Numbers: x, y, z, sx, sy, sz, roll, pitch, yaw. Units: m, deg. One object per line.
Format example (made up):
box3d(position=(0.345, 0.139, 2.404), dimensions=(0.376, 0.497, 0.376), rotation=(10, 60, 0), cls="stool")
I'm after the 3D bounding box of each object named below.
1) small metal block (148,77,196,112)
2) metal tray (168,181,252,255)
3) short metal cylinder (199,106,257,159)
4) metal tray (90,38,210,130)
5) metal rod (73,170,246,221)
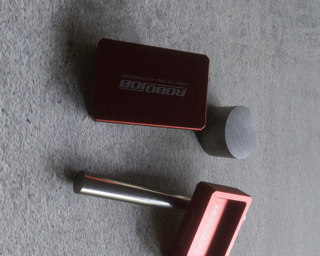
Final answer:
box3d(position=(0.015, -0.044, 0.403), dimensions=(0.050, 0.050, 0.025), rotation=(-47, 119, -30), cls="small metal block")
box3d(position=(0.070, 0.145, 0.438), dimensions=(0.091, 0.030, 0.129), rotation=(18, 95, -38), cls="metal tray")
box3d(position=(0.106, 0.006, 0.480), dimensions=(0.081, 0.050, 0.079), rotation=(0, 90, -40), cls="short metal cylinder")
box3d(position=(-0.010, -0.047, 0.361), dimensions=(0.131, 0.030, 0.089), rotation=(5, 86, -16), cls="metal tray")
box3d(position=(0.023, 0.102, 0.426), dimensions=(0.302, 0.025, 0.025), rotation=(22, 76, -38), cls="metal rod")
